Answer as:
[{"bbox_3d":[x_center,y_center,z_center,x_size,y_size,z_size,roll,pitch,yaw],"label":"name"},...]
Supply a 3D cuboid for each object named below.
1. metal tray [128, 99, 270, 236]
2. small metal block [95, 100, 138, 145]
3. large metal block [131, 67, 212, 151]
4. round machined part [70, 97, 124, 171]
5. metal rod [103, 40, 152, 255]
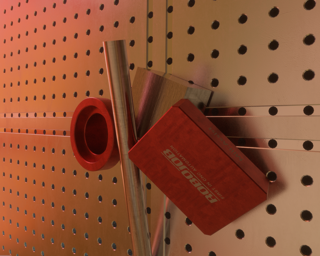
[{"bbox_3d":[0.040,0.044,0.336,0.130,0.030,0.090,45,121,2],"label":"metal tray"},{"bbox_3d":[-0.065,-0.007,0.459,0.050,0.025,0.050,-28,73,36],"label":"small metal block"},{"bbox_3d":[0.005,-0.023,0.384,0.080,0.050,0.079,29,108,36],"label":"large metal block"},{"bbox_3d":[-0.077,0.008,0.422,0.098,0.042,0.097,1,91,43],"label":"round machined part"},{"bbox_3d":[-0.036,0.046,0.382,0.025,0.025,0.298,8,111,39],"label":"metal rod"}]
